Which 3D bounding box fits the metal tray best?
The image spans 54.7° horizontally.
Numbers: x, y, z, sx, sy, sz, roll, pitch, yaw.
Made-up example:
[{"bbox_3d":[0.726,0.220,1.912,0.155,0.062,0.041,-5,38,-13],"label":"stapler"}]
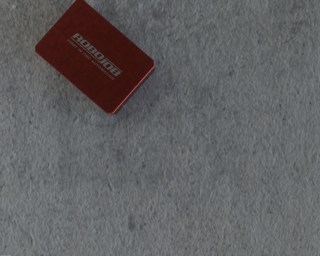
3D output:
[{"bbox_3d":[-0.083,-0.091,0.406,0.130,0.030,0.090,41,90,-1],"label":"metal tray"}]
